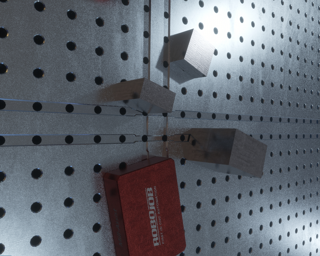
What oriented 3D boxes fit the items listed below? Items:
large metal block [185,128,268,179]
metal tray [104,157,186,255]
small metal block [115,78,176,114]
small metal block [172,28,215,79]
[{"bbox_3d":[0.098,0.037,0.458,0.080,0.080,0.050,24,75,-38],"label":"large metal block"},{"bbox_3d":[-0.016,0.110,0.395,0.091,0.030,0.129,-14,99,-39],"label":"metal tray"},{"bbox_3d":[-0.018,-0.038,0.380,0.050,0.050,0.025,21,77,-38],"label":"small metal block"},{"bbox_3d":[0.050,-0.108,0.453,0.050,0.025,0.050,29,72,-37],"label":"small metal block"}]
